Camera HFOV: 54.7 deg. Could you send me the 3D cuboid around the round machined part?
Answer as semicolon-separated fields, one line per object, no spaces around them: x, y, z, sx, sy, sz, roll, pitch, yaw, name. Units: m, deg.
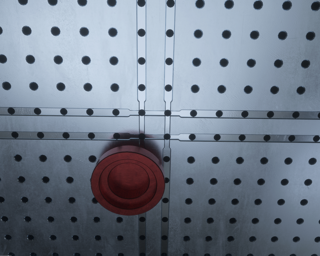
-0.043;0.068;0.429;0.099;0.042;0.097;0;110;-1;round machined part
